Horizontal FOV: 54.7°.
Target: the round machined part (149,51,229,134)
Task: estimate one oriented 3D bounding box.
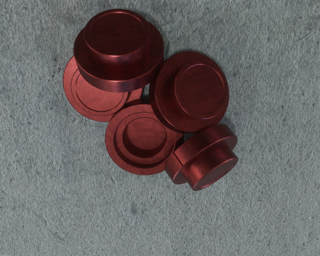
[{"bbox_3d":[0.040,-0.043,0.364,0.099,0.042,0.097,1,86,-21],"label":"round machined part"}]

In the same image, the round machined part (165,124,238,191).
[{"bbox_3d":[0.058,0.043,0.389,0.098,0.098,0.042,-41,65,13],"label":"round machined part"}]

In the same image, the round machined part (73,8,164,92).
[{"bbox_3d":[-0.045,-0.090,0.337,0.099,0.098,0.042,1,152,-1],"label":"round machined part"}]

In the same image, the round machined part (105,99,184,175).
[{"bbox_3d":[-0.019,0.009,0.405,0.099,0.042,0.097,0,110,-1],"label":"round machined part"}]

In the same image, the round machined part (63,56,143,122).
[{"bbox_3d":[-0.071,-0.053,0.383,0.099,0.042,0.097,0,110,-1],"label":"round machined part"}]
